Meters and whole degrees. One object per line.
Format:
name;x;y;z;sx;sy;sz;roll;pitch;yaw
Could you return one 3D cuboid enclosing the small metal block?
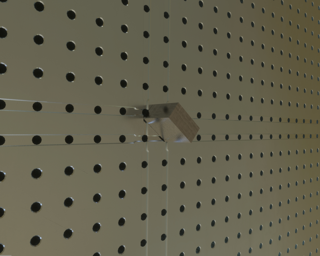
small metal block;0.015;-0.006;0.407;0.050;0.050;0.025;48;62;-30
